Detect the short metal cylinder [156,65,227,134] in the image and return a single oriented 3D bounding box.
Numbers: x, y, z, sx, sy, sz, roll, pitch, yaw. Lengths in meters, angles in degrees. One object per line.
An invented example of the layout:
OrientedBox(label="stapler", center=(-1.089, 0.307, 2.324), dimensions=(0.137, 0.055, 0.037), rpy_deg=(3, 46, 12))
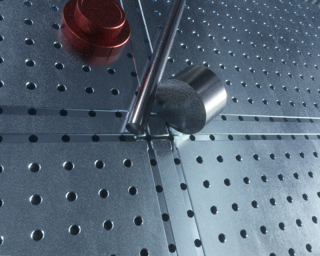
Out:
OrientedBox(label="short metal cylinder", center=(0.042, -0.038, 0.418), dimensions=(0.080, 0.080, 0.050), rpy_deg=(48, 51, 5))

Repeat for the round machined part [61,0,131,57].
OrientedBox(label="round machined part", center=(-0.088, -0.154, 0.443), dimensions=(0.099, 0.042, 0.098), rpy_deg=(14, 56, -21))

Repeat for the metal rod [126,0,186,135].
OrientedBox(label="metal rod", center=(0.002, -0.115, 0.479), dimensions=(0.025, 0.025, 0.300), rpy_deg=(25, 53, -13))
